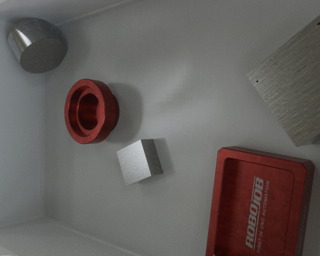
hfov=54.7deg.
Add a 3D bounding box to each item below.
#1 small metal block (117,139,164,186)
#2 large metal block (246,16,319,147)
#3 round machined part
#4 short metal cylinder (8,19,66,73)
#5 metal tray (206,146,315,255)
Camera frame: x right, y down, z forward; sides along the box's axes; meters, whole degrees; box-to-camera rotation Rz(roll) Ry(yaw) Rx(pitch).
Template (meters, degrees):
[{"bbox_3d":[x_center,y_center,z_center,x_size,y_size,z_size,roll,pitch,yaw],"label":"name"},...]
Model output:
[{"bbox_3d":[-0.028,0.048,0.428,0.050,0.025,0.050,-28,73,36],"label":"small metal block"},{"bbox_3d":[0.140,-0.039,0.275,0.080,0.050,0.080,-41,65,32],"label":"large metal block"},{"bbox_3d":[-0.101,-0.024,0.476,0.098,0.042,0.097,0,90,39],"label":"round machined part"},{"bbox_3d":[-0.214,-0.142,0.541,0.080,0.081,0.050,-47,68,29],"label":"short metal cylinder"},{"bbox_3d":[0.100,0.090,0.320,0.090,0.030,0.129,10,96,39],"label":"metal tray"}]
